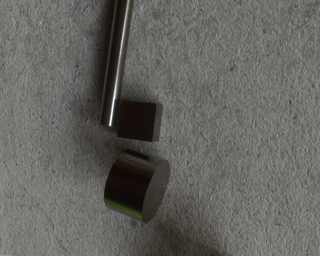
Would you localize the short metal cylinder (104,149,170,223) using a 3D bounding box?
[{"bbox_3d":[-0.027,0.071,0.388,0.050,0.080,0.079,16,95,19],"label":"short metal cylinder"}]

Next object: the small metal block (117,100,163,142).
[{"bbox_3d":[-0.027,-0.009,0.417,0.050,0.025,0.050,7,92,19],"label":"small metal block"}]

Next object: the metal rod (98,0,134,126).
[{"bbox_3d":[-0.052,-0.152,0.426,0.025,0.025,0.298,9,93,19],"label":"metal rod"}]
